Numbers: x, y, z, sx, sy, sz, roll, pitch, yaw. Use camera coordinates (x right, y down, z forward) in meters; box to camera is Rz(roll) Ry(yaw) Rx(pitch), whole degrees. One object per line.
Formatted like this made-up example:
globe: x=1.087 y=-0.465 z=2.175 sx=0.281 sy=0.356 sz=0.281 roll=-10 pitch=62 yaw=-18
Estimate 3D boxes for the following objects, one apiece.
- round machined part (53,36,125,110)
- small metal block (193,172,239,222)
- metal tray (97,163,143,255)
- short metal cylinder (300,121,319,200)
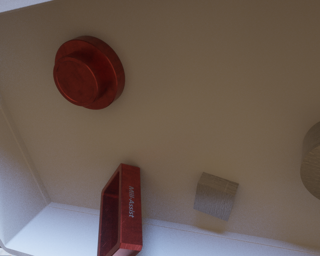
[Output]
round machined part: x=-0.099 y=-0.067 z=0.407 sx=0.098 sy=0.042 sz=0.097 roll=13 pitch=124 yaw=20
small metal block: x=0.076 y=0.094 z=0.426 sx=0.050 sy=0.025 sz=0.050 roll=17 pitch=125 yaw=18
metal tray: x=-0.060 y=0.128 z=0.452 sx=0.030 sy=0.130 sz=0.089 roll=17 pitch=132 yaw=-23
short metal cylinder: x=0.188 y=0.034 z=0.314 sx=0.080 sy=0.050 sz=0.079 roll=13 pitch=124 yaw=20
